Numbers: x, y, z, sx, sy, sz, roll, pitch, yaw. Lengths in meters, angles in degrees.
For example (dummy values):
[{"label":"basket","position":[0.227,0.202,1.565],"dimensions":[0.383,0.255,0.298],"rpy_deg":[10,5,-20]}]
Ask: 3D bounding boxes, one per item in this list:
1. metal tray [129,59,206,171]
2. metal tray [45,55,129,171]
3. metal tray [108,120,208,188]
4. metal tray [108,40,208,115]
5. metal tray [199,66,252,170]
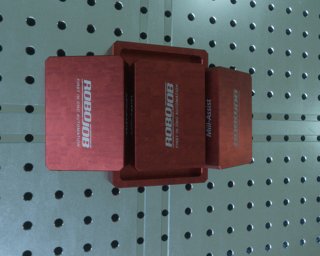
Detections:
[{"label":"metal tray","position":[0.009,-0.015,0.382],"dimensions":[0.091,0.030,0.129],"rpy_deg":[0,90,-21]},{"label":"metal tray","position":[-0.084,-0.017,0.360],"dimensions":[0.091,0.030,0.129],"rpy_deg":[0,90,5]},{"label":"metal tray","position":[-0.001,0.029,0.411],"dimensions":[0.131,0.030,0.089],"rpy_deg":[0,90,-21]},{"label":"metal tray","position":[-0.001,-0.061,0.410],"dimensions":[0.131,0.030,0.089],"rpy_deg":[0,90,-21]},{"label":"metal tray","position":[0.092,-0.013,0.425],"dimensions":[0.091,0.030,0.129],"rpy_deg":[-1,91,-47]}]
